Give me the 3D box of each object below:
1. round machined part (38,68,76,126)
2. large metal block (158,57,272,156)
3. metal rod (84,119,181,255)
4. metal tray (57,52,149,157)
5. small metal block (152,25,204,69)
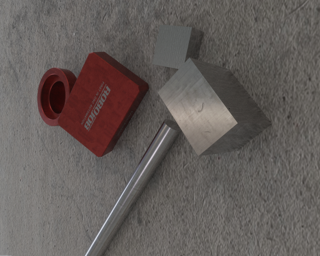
[{"bbox_3d":[-0.165,-0.052,0.530,0.098,0.042,0.097,0,90,40],"label":"round machined part"},{"bbox_3d":[0.058,-0.021,0.322,0.050,0.081,0.080,-45,63,30],"label":"large metal block"},{"bbox_3d":[-0.054,0.114,0.449,0.025,0.025,0.298,45,117,30],"label":"metal rod"},{"bbox_3d":[-0.086,-0.033,0.452,0.090,0.030,0.129,37,115,9],"label":"metal tray"},{"bbox_3d":[0.022,-0.099,0.387,0.050,0.025,0.050,19,102,38],"label":"small metal block"}]
